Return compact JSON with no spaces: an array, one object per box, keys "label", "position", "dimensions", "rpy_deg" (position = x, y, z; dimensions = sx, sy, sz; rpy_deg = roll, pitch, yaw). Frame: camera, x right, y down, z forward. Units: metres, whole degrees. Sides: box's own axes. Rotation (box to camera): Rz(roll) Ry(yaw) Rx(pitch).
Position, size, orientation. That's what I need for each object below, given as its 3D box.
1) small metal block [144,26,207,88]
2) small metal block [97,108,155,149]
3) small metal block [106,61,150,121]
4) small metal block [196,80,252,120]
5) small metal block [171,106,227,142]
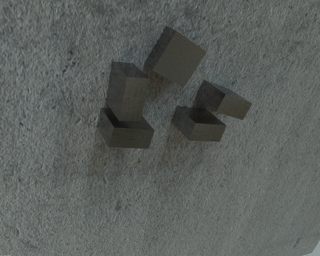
[{"label":"small metal block","position":[0.018,-0.083,0.365],"dimensions":[0.050,0.025,0.050],"rpy_deg":[22,106,-37]},{"label":"small metal block","position":[-0.042,0.000,0.368],"dimensions":[0.050,0.050,0.025],"rpy_deg":[5,116,-31]},{"label":"small metal block","position":[-0.037,-0.041,0.344],"dimensions":[0.025,0.050,0.050],"rpy_deg":[-1,119,-28]},{"label":"small metal block","position":[0.085,-0.038,0.413],"dimensions":[0.050,0.050,0.025],"rpy_deg":[13,112,-34]},{"label":"small metal block","position":[0.051,-0.006,0.415],"dimensions":[0.050,0.050,0.025],"rpy_deg":[4,117,-30]}]
